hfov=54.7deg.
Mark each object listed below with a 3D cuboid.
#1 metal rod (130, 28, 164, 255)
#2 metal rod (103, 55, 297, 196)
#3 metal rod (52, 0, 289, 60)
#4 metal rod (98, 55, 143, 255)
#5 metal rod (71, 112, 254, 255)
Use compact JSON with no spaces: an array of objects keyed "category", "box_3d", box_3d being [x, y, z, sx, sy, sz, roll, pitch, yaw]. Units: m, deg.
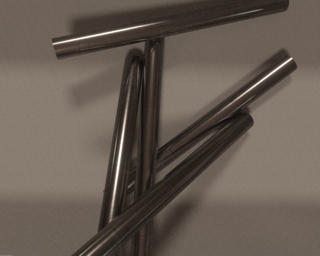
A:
[{"category":"metal rod","box_3d":[-0.014,0.007,0.391,0.025,0.025,0.298,4,82,-1]},{"category":"metal rod","box_3d":[0.053,0.002,0.412,0.301,0.025,0.025,-37,90,-1]},{"category":"metal rod","box_3d":[0.021,-0.130,0.388,0.302,0.025,0.025,-15,90,-10]},{"category":"metal rod","box_3d":[-0.047,0.046,0.351,0.025,0.025,0.299,5,66,0]},{"category":"metal rod","box_3d":[0.010,0.065,0.338,0.302,0.025,0.025,-36,90,-31]}]
